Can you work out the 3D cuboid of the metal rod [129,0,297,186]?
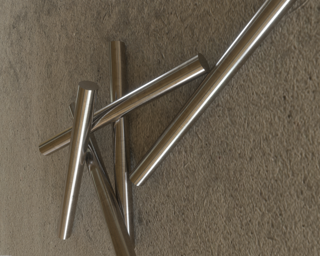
[{"bbox_3d":[0.049,-0.035,0.364,0.025,0.025,0.298,52,120,27],"label":"metal rod"}]

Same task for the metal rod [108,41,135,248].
[{"bbox_3d":[-0.056,0.024,0.451,0.025,0.025,0.298,-5,87,40],"label":"metal rod"}]

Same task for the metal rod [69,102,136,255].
[{"bbox_3d":[-0.084,0.079,0.447,0.025,0.025,0.299,-46,54,30],"label":"metal rod"}]

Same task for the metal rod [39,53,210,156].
[{"bbox_3d":[-0.068,-0.020,0.428,0.300,0.025,0.025,-25,75,30],"label":"metal rod"}]

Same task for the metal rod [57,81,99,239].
[{"bbox_3d":[-0.129,0.066,0.467,0.025,0.025,0.298,41,129,32],"label":"metal rod"}]
